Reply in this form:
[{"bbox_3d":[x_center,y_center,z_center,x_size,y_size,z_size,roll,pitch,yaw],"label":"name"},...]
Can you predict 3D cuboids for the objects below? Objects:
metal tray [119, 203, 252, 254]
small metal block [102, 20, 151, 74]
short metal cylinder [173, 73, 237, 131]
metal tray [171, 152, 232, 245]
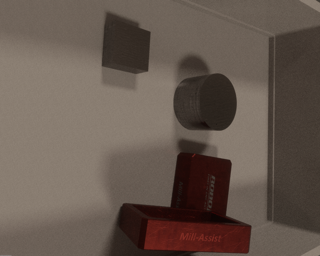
[{"bbox_3d":[0.027,0.116,0.363,0.131,0.090,0.030,10,83,-20],"label":"metal tray"},{"bbox_3d":[-0.040,-0.096,0.374,0.050,0.025,0.050,5,87,-40],"label":"small metal block"},{"bbox_3d":[0.066,-0.036,0.448,0.081,0.050,0.079,0,90,-40],"label":"short metal cylinder"},{"bbox_3d":[0.060,0.106,0.457,0.091,0.030,0.129,13,82,-40],"label":"metal tray"}]
